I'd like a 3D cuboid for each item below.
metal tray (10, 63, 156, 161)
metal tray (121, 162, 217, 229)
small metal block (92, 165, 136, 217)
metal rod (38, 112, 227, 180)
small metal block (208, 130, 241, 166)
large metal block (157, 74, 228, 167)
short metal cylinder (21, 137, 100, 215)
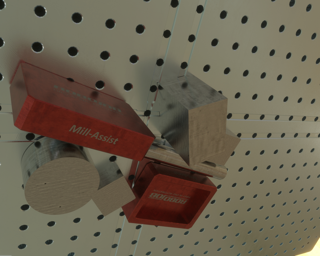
[{"bbox_3d":[-0.078,-0.015,0.316,0.131,0.090,0.030,20,108,-36],"label":"metal tray"},{"bbox_3d":[0.017,0.110,0.484,0.131,0.030,0.090,20,108,-36],"label":"metal tray"},{"bbox_3d":[-0.068,0.087,0.429,0.050,0.025,0.050,-29,128,-10],"label":"small metal block"},{"bbox_3d":[-0.013,0.030,0.422,0.302,0.025,0.025,21,107,-36],"label":"metal rod"},{"bbox_3d":[0.088,0.026,0.475,0.050,0.025,0.050,18,109,-35],"label":"small metal block"},{"bbox_3d":[0.039,-0.012,0.391,0.050,0.080,0.079,-17,126,-19],"label":"large metal block"},{"bbox_3d":[-0.117,0.054,0.363,0.081,0.050,0.079,-14,124,-21],"label":"short metal cylinder"}]
